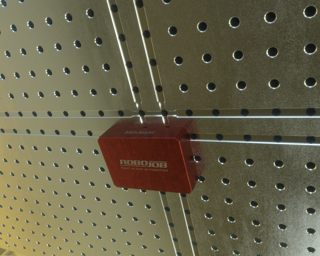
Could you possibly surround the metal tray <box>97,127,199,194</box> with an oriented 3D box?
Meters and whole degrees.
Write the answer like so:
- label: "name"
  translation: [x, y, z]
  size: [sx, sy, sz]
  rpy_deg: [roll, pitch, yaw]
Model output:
- label: "metal tray"
  translation: [-0.018, 0.045, 0.444]
  size: [0.130, 0.030, 0.089]
  rpy_deg: [-1, 118, 28]
